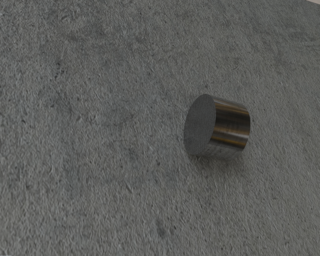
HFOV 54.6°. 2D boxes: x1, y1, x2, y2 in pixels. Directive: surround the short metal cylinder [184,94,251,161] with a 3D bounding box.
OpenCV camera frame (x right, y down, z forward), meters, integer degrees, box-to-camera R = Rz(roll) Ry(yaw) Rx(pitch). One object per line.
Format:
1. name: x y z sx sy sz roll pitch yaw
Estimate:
1. short metal cylinder: 0.072 0.000 0.407 0.050 0.080 0.080 13 57 -21
